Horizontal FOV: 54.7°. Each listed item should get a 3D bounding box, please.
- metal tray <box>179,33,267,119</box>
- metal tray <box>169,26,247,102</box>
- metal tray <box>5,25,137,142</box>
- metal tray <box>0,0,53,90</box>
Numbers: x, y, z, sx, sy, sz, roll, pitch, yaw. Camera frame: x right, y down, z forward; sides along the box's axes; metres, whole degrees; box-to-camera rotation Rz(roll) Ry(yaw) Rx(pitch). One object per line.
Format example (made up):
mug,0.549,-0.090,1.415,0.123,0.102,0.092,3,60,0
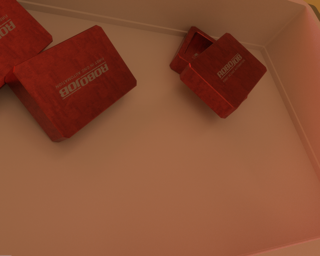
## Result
metal tray,0.100,-0.084,0.470,0.090,0.030,0.131,44,51,2
metal tray,0.089,-0.102,0.515,0.130,0.030,0.090,31,52,-9
metal tray,-0.097,-0.056,0.366,0.131,0.030,0.090,-46,109,-39
metal tray,-0.192,-0.091,0.336,0.090,0.030,0.130,46,48,-22
